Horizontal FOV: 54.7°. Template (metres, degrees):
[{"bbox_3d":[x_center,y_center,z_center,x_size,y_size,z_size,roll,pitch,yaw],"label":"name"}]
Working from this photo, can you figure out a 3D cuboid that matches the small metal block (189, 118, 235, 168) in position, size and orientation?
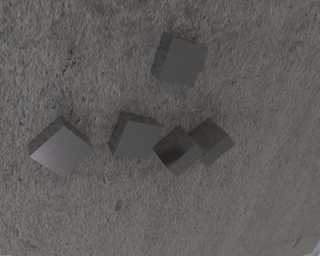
[{"bbox_3d":[0.068,0.020,0.440,0.050,0.050,0.025,-39,129,-2],"label":"small metal block"}]

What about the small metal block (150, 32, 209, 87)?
[{"bbox_3d":[0.022,-0.081,0.369,0.050,0.025,0.050,6,115,-31],"label":"small metal block"}]

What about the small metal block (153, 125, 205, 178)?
[{"bbox_3d":[0.024,0.031,0.423,0.050,0.050,0.025,-42,130,0],"label":"small metal block"}]

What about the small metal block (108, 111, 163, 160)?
[{"bbox_3d":[-0.032,0.011,0.396,0.050,0.025,0.050,11,113,-33],"label":"small metal block"}]

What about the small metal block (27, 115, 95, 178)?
[{"bbox_3d":[-0.114,0.022,0.358,0.050,0.025,0.050,-42,130,0],"label":"small metal block"}]
